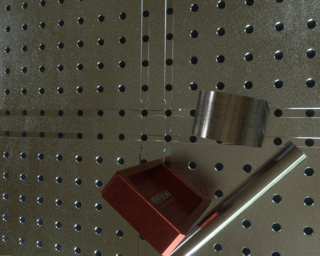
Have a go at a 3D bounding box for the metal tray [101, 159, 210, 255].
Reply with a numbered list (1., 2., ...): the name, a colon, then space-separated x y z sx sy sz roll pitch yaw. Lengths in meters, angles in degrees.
1. metal tray: 0.002 0.081 0.355 0.090 0.130 0.030 40 103 15

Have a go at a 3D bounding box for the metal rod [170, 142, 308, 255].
1. metal rod: 0.059 0.129 0.391 0.299 0.025 0.025 -46 76 14

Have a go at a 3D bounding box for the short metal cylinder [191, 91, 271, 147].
1. short metal cylinder: 0.080 -0.011 0.355 0.080 0.080 0.050 12 94 19
